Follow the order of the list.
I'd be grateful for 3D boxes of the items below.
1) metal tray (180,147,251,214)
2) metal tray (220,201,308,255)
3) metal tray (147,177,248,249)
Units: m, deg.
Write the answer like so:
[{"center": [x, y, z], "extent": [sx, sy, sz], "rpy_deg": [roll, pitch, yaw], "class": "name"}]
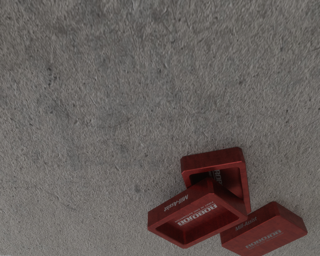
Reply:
[{"center": [0.089, 0.091, 0.482], "extent": [0.090, 0.030, 0.129], "rpy_deg": [-11, 130, 9], "class": "metal tray"}, {"center": [0.187, 0.193, 0.570], "extent": [0.090, 0.030, 0.129], "rpy_deg": [33, 123, -25], "class": "metal tray"}, {"center": [0.056, 0.136, 0.479], "extent": [0.130, 0.030, 0.090], "rpy_deg": [-37, 121, 27], "class": "metal tray"}]
